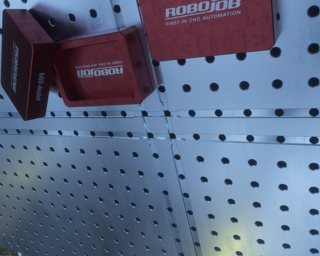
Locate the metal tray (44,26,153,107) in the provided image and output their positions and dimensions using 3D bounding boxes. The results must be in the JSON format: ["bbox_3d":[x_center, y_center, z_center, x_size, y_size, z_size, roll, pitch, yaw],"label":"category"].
[{"bbox_3d":[-0.082,-0.075,0.404,0.130,0.030,0.090,0,118,28],"label":"metal tray"}]

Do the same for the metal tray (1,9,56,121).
[{"bbox_3d":[-0.188,-0.085,0.433,0.090,0.030,0.129,48,134,24],"label":"metal tray"}]

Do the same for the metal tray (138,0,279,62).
[{"bbox_3d":[0.046,-0.119,0.310,0.130,0.030,0.090,0,119,28],"label":"metal tray"}]
